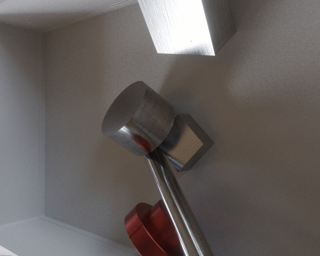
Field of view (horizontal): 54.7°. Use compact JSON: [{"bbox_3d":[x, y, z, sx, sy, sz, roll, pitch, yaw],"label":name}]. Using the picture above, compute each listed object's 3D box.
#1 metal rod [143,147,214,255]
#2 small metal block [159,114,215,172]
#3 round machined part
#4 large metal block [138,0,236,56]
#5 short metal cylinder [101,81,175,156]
[{"bbox_3d":[0.026,0.098,0.307,0.025,0.025,0.300,-59,33,23],"label":"metal rod"},{"bbox_3d":[0.030,0.018,0.381,0.050,0.025,0.050,-52,60,27],"label":"small metal block"},{"bbox_3d":[0.010,0.121,0.354,0.042,0.098,0.098,-47,60,5],"label":"round machined part"},{"bbox_3d":[0.029,-0.129,0.339,0.080,0.050,0.080,13,141,39],"label":"large metal block"},{"bbox_3d":[-0.028,-0.012,0.387,0.080,0.050,0.080,-35,33,28],"label":"short metal cylinder"}]
